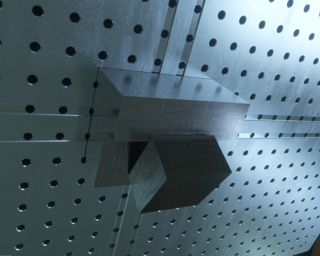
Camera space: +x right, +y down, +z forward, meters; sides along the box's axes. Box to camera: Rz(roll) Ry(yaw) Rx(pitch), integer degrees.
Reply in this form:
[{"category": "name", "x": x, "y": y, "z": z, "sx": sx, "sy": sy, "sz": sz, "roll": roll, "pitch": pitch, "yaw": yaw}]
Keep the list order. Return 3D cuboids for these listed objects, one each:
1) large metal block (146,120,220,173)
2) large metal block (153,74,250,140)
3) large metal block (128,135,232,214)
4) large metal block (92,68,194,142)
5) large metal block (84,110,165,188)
[{"category": "large metal block", "x": 0.028, "y": 0.025, "z": 0.425, "sx": 0.081, "sy": 0.050, "sz": 0.079, "roll": 1, "pitch": 118, "yaw": -29}, {"category": "large metal block", "x": 0.048, "y": -0.026, "z": 0.386, "sx": 0.081, "sy": 0.080, "sz": 0.050, "roll": 1, "pitch": 118, "yaw": -29}, {"category": "large metal block", "x": 0.020, "y": 0.053, "z": 0.353, "sx": 0.081, "sy": 0.050, "sz": 0.079, "roll": 0, "pitch": 142, "yaw": -29}, {"category": "large metal block", "x": -0.022, "y": -0.027, "z": 0.347, "sx": 0.081, "sy": 0.080, "sz": 0.050, "roll": 1, "pitch": 118, "yaw": -29}, {"category": "large metal block", "x": -0.043, "y": 0.024, "z": 0.385, "sx": 0.081, "sy": 0.050, "sz": 0.079, "roll": 1, "pitch": 118, "yaw": -29}]
